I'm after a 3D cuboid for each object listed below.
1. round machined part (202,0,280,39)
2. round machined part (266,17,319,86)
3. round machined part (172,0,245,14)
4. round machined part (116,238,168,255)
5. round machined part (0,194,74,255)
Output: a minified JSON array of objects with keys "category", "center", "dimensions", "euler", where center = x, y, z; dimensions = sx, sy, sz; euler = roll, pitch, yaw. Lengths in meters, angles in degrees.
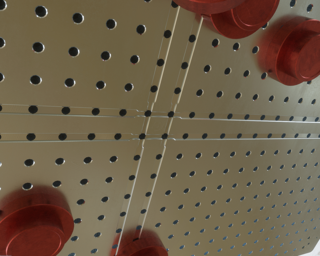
[{"category":"round machined part","center":[0.099,-0.152,0.360],"dimensions":[0.099,0.042,0.097],"euler":[-14,124,-21]},{"category":"round machined part","center":[0.207,-0.106,0.446],"dimensions":[0.099,0.042,0.097],"euler":[-14,124,-21]},{"category":"round machined part","center":[0.050,-0.157,0.306],"dimensions":[0.098,0.098,0.042],"euler":[-41,167,0]},{"category":"round machined part","center":[-0.029,0.239,0.531],"dimensions":[0.099,0.042,0.097],"euler":[-14,124,-21]},{"category":"round machined part","center":[-0.160,0.136,0.397],"dimensions":[0.099,0.042,0.097],"euler":[-14,124,-21]}]
